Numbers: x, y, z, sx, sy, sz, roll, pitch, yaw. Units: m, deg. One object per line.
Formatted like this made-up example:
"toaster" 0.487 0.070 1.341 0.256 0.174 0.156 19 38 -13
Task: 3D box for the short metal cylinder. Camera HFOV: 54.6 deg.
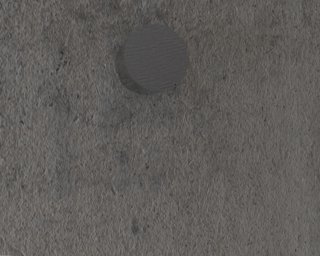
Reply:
"short metal cylinder" -0.012 -0.084 0.391 0.081 0.050 0.080 0 90 -20
